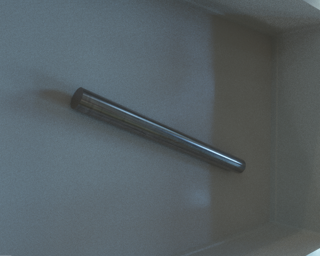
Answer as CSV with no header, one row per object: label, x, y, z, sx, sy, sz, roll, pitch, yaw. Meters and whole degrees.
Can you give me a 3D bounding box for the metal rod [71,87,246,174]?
metal rod,0.021,0.016,0.421,0.302,0.025,0.025,23,75,-37
